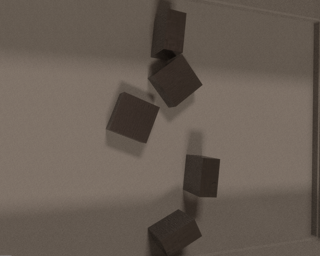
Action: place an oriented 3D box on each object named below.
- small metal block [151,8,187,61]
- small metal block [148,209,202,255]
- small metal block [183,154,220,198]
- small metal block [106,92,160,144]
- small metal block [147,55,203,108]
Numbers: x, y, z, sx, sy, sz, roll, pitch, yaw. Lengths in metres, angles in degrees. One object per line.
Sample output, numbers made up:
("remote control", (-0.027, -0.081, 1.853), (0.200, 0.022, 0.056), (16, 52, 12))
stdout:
("small metal block", (0.010, -0.119, 0.402), (0.025, 0.050, 0.050), (6, 88, -20))
("small metal block", (0.018, 0.136, 0.405), (0.050, 0.050, 0.025), (-27, 99, -18))
("small metal block", (0.055, 0.064, 0.419), (0.025, 0.050, 0.050), (6, 88, -20))
("small metal block", (-0.035, -0.013, 0.398), (0.050, 0.025, 0.050), (23, 82, -19))
("small metal block", (0.021, -0.063, 0.419), (0.050, 0.025, 0.050), (-40, 103, -16))
